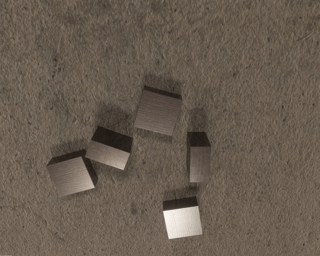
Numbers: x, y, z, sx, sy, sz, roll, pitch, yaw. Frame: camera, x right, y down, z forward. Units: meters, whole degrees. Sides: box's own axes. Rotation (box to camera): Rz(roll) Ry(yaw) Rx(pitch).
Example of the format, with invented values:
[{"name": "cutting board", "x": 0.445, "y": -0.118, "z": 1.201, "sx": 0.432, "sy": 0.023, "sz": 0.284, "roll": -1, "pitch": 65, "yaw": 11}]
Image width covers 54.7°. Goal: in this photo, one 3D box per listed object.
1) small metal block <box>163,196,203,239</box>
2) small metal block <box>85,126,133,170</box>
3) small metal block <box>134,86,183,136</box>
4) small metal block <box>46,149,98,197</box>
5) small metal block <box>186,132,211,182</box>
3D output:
[{"name": "small metal block", "x": 0.033, "y": 0.133, "z": 0.459, "sx": 0.050, "sy": 0.025, "sz": 0.050, "roll": -9, "pitch": 110, "yaw": 3}, {"name": "small metal block", "x": -0.065, "y": 0.025, "z": 0.405, "sx": 0.050, "sy": 0.050, "sz": 0.025, "roll": 20, "pitch": 109, "yaw": -8}, {"name": "small metal block", "x": -0.003, "y": -0.023, "z": 0.402, "sx": 0.050, "sy": 0.025, "sz": 0.050, "roll": 14, "pitch": 109, "yaw": -6}, {"name": "small metal block", "x": -0.121, "y": 0.062, "z": 0.431, "sx": 0.050, "sy": 0.025, "sz": 0.050, "roll": -16, "pitch": 110, "yaw": 5}, {"name": "small metal block", "x": 0.050, "y": 0.037, "z": 0.411, "sx": 0.025, "sy": 0.050, "sz": 0.050, "roll": 0, "pitch": 110, "yaw": 0}]
